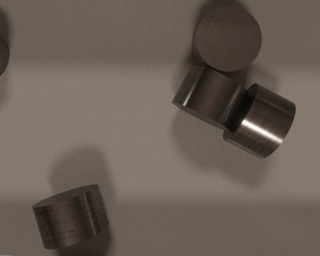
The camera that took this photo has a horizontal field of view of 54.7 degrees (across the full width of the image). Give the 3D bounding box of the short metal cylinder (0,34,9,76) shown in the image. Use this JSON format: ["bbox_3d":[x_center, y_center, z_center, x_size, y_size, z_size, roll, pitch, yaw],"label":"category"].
[{"bbox_3d":[-0.245,-0.099,0.396,0.081,0.050,0.079,0,90,-1],"label":"short metal cylinder"}]

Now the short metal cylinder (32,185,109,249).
[{"bbox_3d":[-0.109,0.107,0.383,0.080,0.080,0.050,-16,90,0],"label":"short metal cylinder"}]

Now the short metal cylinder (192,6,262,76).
[{"bbox_3d":[0.083,-0.108,0.400,0.081,0.050,0.079,0,90,-1],"label":"short metal cylinder"}]

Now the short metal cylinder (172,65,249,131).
[{"bbox_3d":[0.062,-0.036,0.385,0.080,0.080,0.050,27,90,-1],"label":"short metal cylinder"}]

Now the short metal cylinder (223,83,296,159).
[{"bbox_3d":[0.121,-0.009,0.385,0.050,0.080,0.080,28,90,-1],"label":"short metal cylinder"}]
